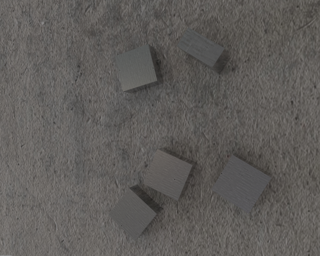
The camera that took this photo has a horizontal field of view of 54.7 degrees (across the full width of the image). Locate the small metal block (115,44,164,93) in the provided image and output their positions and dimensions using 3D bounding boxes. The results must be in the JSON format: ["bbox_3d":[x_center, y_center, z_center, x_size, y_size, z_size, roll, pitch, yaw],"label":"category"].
[{"bbox_3d":[-0.028,-0.079,0.419,0.050,0.025,0.050,-15,85,19],"label":"small metal block"}]

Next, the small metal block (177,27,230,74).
[{"bbox_3d":[0.054,-0.092,0.376,0.050,0.050,0.025,36,102,16],"label":"small metal block"}]

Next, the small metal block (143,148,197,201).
[{"bbox_3d":[0.014,0.059,0.404,0.050,0.025,0.050,24,98,18],"label":"small metal block"}]

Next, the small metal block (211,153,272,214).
[{"bbox_3d":[0.099,0.065,0.374,0.050,0.025,0.050,32,100,17],"label":"small metal block"}]

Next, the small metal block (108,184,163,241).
[{"bbox_3d":[-0.033,0.114,0.421,0.050,0.025,0.050,40,103,15],"label":"small metal block"}]
